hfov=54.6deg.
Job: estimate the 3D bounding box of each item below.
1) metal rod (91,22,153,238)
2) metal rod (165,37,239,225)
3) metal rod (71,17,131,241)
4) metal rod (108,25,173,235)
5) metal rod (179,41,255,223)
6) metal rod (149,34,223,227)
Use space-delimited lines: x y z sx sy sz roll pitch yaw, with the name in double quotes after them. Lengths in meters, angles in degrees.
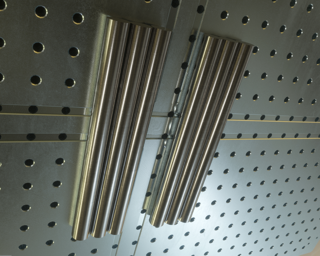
-0.055 0.021 0.392 0.025 0.025 0.298 1 118 -29 "metal rod"
0.052 0.020 0.450 0.025 0.025 0.298 1 118 -29 "metal rod"
-0.078 0.020 0.380 0.025 0.025 0.298 1 118 -29 "metal rod"
-0.033 0.021 0.404 0.025 0.025 0.298 1 118 -29 "metal rod"
0.075 0.021 0.463 0.025 0.025 0.298 1 118 -29 "metal rod"
0.030 0.020 0.438 0.025 0.025 0.298 1 118 -29 "metal rod"
